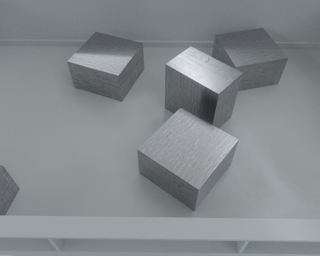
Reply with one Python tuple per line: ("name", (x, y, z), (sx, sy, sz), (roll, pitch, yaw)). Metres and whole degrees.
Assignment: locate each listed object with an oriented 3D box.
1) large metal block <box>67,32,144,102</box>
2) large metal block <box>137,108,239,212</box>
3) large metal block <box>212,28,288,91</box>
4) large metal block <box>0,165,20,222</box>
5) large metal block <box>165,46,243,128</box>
("large metal block", (-0.078, -0.094, 0.467), (0.080, 0.050, 0.080), (17, 52, 14))
("large metal block", (0.032, 0.034, 0.360), (0.080, 0.050, 0.080), (31, 57, 23))
("large metal block", (0.134, -0.106, 0.479), (0.081, 0.050, 0.080), (-11, 51, -9))
("large metal block", (-0.211, 0.079, 0.321), (0.080, 0.050, 0.080), (9, 51, 7))
("large metal block", (0.054, -0.048, 0.410), (0.080, 0.080, 0.050), (35, 58, 25))
